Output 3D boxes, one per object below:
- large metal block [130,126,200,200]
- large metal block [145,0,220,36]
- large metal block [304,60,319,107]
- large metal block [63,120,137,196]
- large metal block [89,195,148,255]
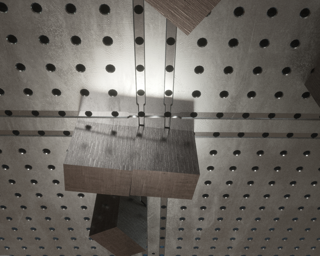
[{"bbox_3d":[0.005,0.045,0.414,0.081,0.080,0.050,6,130,-5],"label":"large metal block"},{"bbox_3d":[0.021,-0.145,0.272,0.080,0.050,0.080,32,123,-25],"label":"large metal block"},{"bbox_3d":[0.213,-0.054,0.333,0.050,0.080,0.079,10,130,-8],"label":"large metal block"},{"bbox_3d":[-0.076,0.039,0.408,0.081,0.080,0.050,7,130,-6],"label":"large metal block"},{"bbox_3d":[-0.064,0.151,0.504,0.050,0.080,0.080,-24,126,19],"label":"large metal block"}]
